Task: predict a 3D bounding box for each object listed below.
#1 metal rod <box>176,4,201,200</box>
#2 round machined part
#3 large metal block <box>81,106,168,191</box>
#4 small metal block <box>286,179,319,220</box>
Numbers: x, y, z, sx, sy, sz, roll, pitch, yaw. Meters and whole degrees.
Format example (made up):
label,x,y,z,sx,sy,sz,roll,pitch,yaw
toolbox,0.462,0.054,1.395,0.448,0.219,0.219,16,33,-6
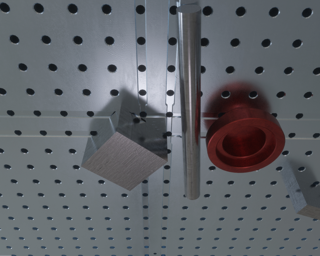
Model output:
label,x,y,z,sx,sy,sz,roll,pitch,yaw
metal rod,0.041,-0.006,0.406,0.025,0.025,0.298,-4,130,3
round machined part,0.110,0.012,0.412,0.099,0.042,0.097,0,130,0
large metal block,-0.047,0.031,0.421,0.080,0.050,0.080,33,123,-25
small metal block,0.238,0.115,0.495,0.050,0.050,0.025,18,128,-15
